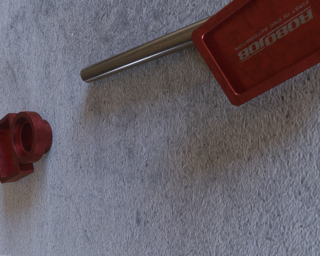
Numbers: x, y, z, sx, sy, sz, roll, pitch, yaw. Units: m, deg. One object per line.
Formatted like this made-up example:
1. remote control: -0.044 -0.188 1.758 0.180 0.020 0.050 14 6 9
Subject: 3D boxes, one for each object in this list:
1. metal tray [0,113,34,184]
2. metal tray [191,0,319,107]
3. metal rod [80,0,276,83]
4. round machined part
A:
1. metal tray: -0.313 0.043 0.655 0.090 0.030 0.129 -25 74 37
2. metal tray: 0.106 -0.089 0.294 0.130 0.030 0.090 -31 92 35
3. metal rod: -0.003 -0.104 0.405 0.300 0.025 0.025 -10 84 39
4. round machined part: -0.241 0.017 0.589 0.098 0.042 0.097 0 90 39
